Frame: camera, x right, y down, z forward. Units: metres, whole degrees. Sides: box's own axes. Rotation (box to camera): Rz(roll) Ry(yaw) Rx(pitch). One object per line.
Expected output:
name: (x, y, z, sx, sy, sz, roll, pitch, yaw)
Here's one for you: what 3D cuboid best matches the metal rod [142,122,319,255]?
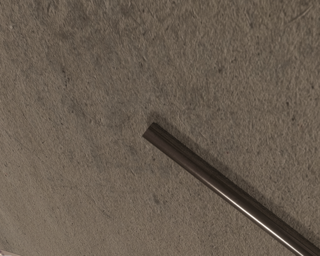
metal rod: (0.103, 0.093, 0.409, 0.300, 0.025, 0.025, 38, 129, 2)
